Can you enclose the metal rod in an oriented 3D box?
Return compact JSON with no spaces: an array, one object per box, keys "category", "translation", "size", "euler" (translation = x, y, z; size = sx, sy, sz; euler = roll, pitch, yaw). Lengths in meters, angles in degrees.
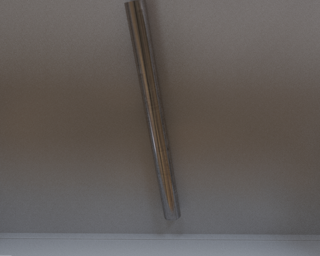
[{"category":"metal rod","translation":[-0.005,-0.008,0.408],"size":[0.025,0.025,0.298],"euler":[-9,110,3]}]
